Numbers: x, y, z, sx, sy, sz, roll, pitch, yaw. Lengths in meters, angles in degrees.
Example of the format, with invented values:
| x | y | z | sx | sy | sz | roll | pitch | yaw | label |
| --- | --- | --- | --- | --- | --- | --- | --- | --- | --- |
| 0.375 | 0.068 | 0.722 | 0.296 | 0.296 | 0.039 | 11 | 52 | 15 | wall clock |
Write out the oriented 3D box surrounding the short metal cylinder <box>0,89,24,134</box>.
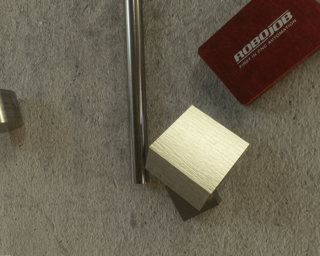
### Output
| x | y | z | sx | sy | sz | roll | pitch | yaw | label |
| --- | --- | --- | --- | --- | --- | --- | --- | --- | --- |
| -0.255 | -0.021 | 0.468 | 0.080 | 0.080 | 0.050 | -18 | 84 | 19 | short metal cylinder |

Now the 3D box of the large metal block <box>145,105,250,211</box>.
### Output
| x | y | z | sx | sy | sz | roll | pitch | yaw | label |
| --- | --- | --- | --- | --- | --- | --- | --- | --- | --- |
| 0.041 | 0.033 | 0.359 | 0.080 | 0.050 | 0.080 | 36 | 58 | 16 | large metal block |

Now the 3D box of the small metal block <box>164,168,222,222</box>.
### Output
| x | y | z | sx | sy | sz | roll | pitch | yaw | label |
| --- | --- | --- | --- | --- | --- | --- | --- | --- | --- |
| 0.042 | 0.083 | 0.394 | 0.050 | 0.025 | 0.050 | -32 | 80 | 17 | small metal block |

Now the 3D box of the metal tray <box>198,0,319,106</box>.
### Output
| x | y | z | sx | sy | sz | roll | pitch | yaw | label |
| --- | --- | --- | --- | --- | --- | --- | --- | --- | --- |
| 0.122 | -0.100 | 0.363 | 0.130 | 0.030 | 0.090 | -41 | 78 | 15 | metal tray |

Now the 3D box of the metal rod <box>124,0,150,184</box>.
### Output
| x | y | z | sx | sy | sz | roll | pitch | yaw | label |
| --- | --- | --- | --- | --- | --- | --- | --- | --- | --- |
| -0.032 | -0.076 | 0.419 | 0.025 | 0.025 | 0.298 | -3 | 89 | 19 | metal rod |
